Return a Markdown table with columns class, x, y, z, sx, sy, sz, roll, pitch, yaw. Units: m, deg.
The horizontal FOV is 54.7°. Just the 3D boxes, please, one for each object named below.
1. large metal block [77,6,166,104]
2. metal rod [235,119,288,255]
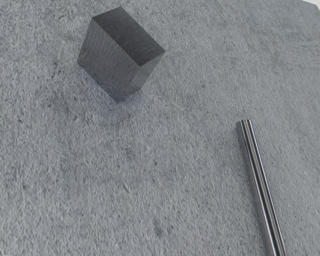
| class | x | y | z | sx | sy | sz | roll | pitch | yaw |
| --- | --- | --- | --- | --- | --- | --- | --- | --- | --- |
| large metal block | -0.052 | -0.092 | 0.397 | 0.080 | 0.080 | 0.050 | 46 | 51 | 3 |
| metal rod | 0.143 | 0.123 | 0.407 | 0.025 | 0.025 | 0.299 | 9 | 58 | -24 |
